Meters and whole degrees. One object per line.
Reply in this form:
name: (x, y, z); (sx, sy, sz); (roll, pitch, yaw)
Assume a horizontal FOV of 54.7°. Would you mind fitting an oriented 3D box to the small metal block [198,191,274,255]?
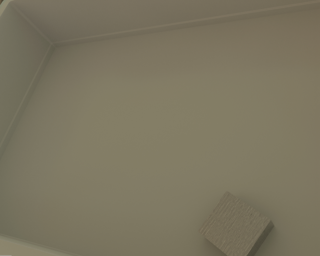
small metal block: (0.075, 0.099, 0.305); (0.050, 0.025, 0.050); (31, 79, 37)
